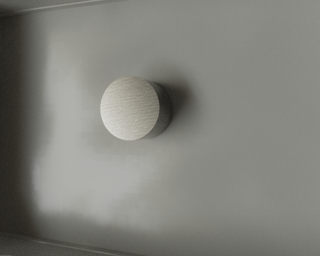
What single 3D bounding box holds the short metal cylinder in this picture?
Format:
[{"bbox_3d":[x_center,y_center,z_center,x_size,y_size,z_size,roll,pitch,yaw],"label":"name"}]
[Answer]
[{"bbox_3d":[-0.030,-0.025,0.406,0.080,0.050,0.080,0,90,20],"label":"short metal cylinder"}]
